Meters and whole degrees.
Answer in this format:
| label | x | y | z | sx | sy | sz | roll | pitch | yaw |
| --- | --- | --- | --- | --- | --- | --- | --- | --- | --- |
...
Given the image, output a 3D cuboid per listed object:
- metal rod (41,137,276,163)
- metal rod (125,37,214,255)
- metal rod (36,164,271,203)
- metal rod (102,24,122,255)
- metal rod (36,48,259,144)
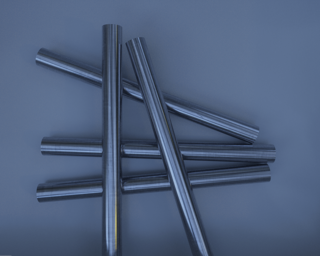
| label | x | y | z | sx | sy | sz | roll | pitch | yaw |
| --- | --- | --- | --- | --- | --- | --- | --- | --- | --- |
| metal rod | -0.001 | 0.029 | 0.409 | 0.302 | 0.025 | 0.025 | 2 | 90 | -1 |
| metal rod | 0.014 | 0.034 | 0.385 | 0.025 | 0.025 | 0.298 | -18 | 90 | 0 |
| metal rod | -0.007 | 0.073 | 0.410 | 0.302 | 0.025 | 0.025 | -5 | 90 | -1 |
| metal rod | -0.059 | 0.024 | 0.383 | 0.025 | 0.025 | 0.298 | 0 | 90 | -1 |
| metal rod | -0.016 | -0.042 | 0.409 | 0.302 | 0.025 | 0.025 | 20 | 90 | -1 |
